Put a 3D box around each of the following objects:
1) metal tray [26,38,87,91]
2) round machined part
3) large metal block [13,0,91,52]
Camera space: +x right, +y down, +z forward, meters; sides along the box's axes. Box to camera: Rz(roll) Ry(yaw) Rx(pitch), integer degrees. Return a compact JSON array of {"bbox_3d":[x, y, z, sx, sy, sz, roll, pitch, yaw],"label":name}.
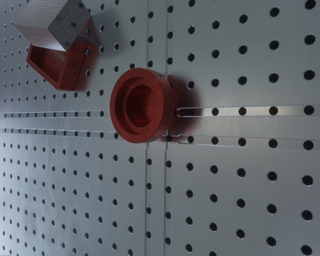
[{"bbox_3d":[-0.191,-0.134,0.564,0.130,0.030,0.089,37,113,33],"label":"metal tray"},{"bbox_3d":[-0.019,-0.029,0.414,0.098,0.042,0.097,0,90,40],"label":"round machined part"},{"bbox_3d":[-0.175,-0.177,0.506,0.080,0.050,0.080,16,68,28],"label":"large metal block"}]
